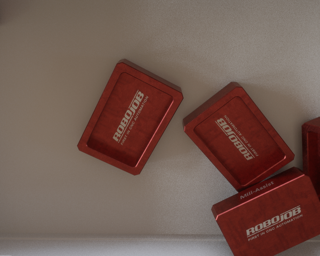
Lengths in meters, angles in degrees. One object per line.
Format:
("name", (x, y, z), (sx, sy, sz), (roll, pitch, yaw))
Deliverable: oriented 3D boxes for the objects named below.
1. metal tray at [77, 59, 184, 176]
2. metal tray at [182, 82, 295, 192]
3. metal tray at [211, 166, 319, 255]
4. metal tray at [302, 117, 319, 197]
("metal tray", (-0.039, -0.012, 0.403), (0.090, 0.030, 0.129), (26, 108, -10))
("metal tray", (0.104, 0.015, 0.414), (0.090, 0.030, 0.130), (-39, 106, 13))
("metal tray", (0.147, 0.120, 0.415), (0.130, 0.030, 0.090), (-27, 103, 3))
("metal tray", (0.231, 0.058, 0.397), (0.030, 0.090, 0.129), (-19, 111, -21))
